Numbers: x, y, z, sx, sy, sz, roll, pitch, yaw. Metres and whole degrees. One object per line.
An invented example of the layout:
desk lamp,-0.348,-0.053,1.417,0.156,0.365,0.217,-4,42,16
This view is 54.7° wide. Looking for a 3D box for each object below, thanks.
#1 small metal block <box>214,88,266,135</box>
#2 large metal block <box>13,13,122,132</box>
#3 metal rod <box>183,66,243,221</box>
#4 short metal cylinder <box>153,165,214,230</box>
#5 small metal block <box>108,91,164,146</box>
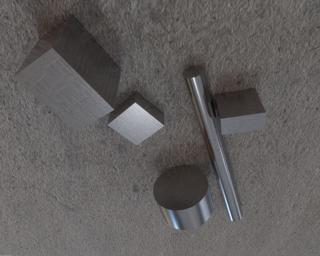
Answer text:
small metal block,0.096,-0.021,0.375,0.050,0.050,0.025,-8,130,6
large metal block,-0.088,-0.058,0.321,0.050,0.080,0.080,-28,125,21
metal rod,0.084,0.044,0.445,0.025,0.025,0.299,-14,129,11
short metal cylinder,0.035,0.102,0.459,0.080,0.080,0.050,-12,129,9
small metal block,-0.030,-0.011,0.397,0.050,0.025,0.050,-36,122,26
